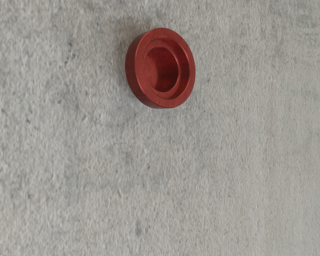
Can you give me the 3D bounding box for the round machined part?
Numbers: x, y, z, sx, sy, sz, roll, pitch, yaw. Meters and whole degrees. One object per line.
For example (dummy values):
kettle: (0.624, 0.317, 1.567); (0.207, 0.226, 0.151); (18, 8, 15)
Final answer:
round machined part: (-0.004, -0.073, 0.392); (0.099, 0.042, 0.097); (0, 90, -40)
